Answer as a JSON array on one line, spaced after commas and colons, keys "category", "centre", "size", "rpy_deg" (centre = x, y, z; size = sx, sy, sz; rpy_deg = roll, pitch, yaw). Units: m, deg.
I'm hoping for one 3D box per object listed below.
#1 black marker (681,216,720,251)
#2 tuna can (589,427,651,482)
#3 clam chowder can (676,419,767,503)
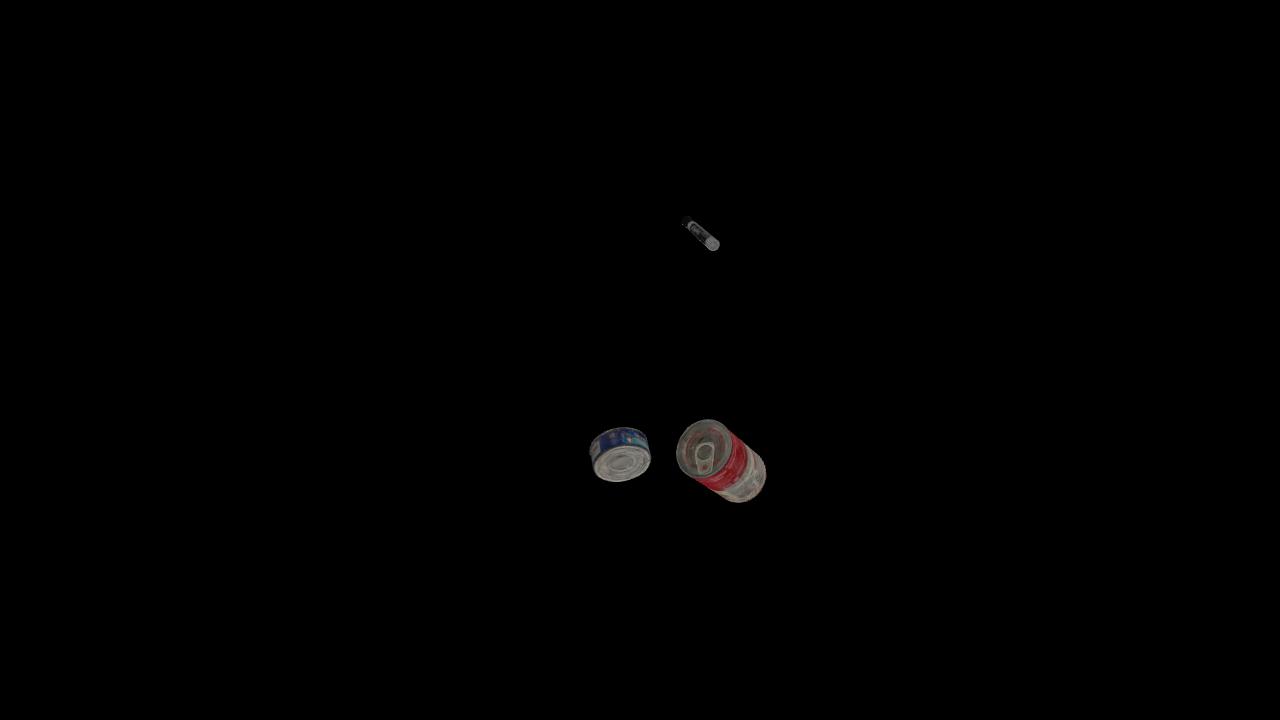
[{"category": "black marker", "centre": [0.094, -0.204, 0.980], "size": [0.020, 0.020, 0.121], "rpy_deg": [0, 30, -21]}, {"category": "tuna can", "centre": [-0.027, 0.134, 0.862], "size": [0.084, 0.084, 0.034], "rpy_deg": [0, 42, -15]}, {"category": "clam chowder can", "centre": [0.095, 0.117, 0.700], "size": [0.068, 0.068, 0.102], "rpy_deg": [0, -26, 37]}]
